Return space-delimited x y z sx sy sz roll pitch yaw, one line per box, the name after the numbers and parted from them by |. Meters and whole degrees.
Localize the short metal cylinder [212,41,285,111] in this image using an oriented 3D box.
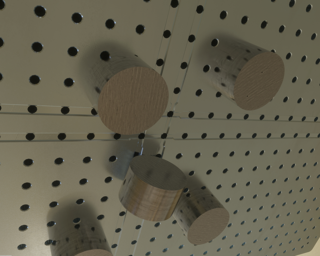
0.117 -0.070 0.416 0.081 0.050 0.079 -14 124 -21 | short metal cylinder

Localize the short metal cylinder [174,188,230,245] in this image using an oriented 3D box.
0.070 0.150 0.526 0.081 0.050 0.079 -14 124 -21 | short metal cylinder

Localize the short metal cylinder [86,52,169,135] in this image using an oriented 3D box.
-0.037 -0.039 0.350 0.081 0.050 0.079 -14 124 -21 | short metal cylinder

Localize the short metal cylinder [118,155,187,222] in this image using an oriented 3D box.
-0.010 0.079 0.419 0.081 0.080 0.050 8 115 -32 | short metal cylinder

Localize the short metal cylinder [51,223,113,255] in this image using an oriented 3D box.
-0.113 0.185 0.448 0.081 0.050 0.079 -14 124 -21 | short metal cylinder
